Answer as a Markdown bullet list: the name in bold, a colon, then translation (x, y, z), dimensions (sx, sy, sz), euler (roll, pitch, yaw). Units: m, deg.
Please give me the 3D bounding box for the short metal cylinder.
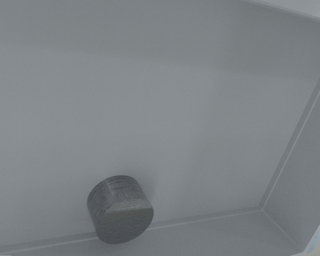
- **short metal cylinder**: translation (-0.056, 0.113, 0.431), dimensions (0.081, 0.050, 0.080), euler (-14, 124, -21)
